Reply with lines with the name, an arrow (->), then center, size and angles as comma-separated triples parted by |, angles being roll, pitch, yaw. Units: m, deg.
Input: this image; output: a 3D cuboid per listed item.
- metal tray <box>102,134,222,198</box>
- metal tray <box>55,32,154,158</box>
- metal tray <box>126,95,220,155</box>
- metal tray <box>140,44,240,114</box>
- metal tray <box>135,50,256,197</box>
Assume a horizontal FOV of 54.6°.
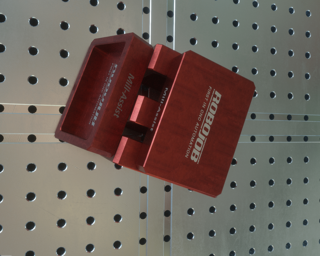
metal tray -> 0.000, 0.044, 0.377 | 0.131, 0.090, 0.030 | 22, 83, -19
metal tray -> -0.066, -0.039, 0.351 | 0.030, 0.090, 0.130 | 26, 81, -40
metal tray -> 0.016, 0.001, 0.382 | 0.131, 0.090, 0.030 | 21, 82, -20
metal tray -> 0.036, -0.055, 0.390 | 0.131, 0.090, 0.030 | 22, 84, -18
metal tray -> 0.039, -0.004, 0.327 | 0.090, 0.030, 0.130 | 22, 83, -19
